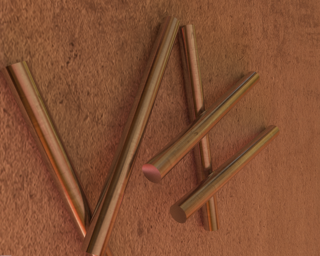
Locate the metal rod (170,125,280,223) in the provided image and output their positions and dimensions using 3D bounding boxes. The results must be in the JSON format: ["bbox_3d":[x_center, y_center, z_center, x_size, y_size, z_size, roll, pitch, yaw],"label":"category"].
[{"bbox_3d":[0.117,0.055,0.477,0.302,0.025,0.025,-27,107,-45],"label":"metal rod"}]

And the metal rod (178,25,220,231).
[{"bbox_3d":[0.058,0.004,0.452,0.025,0.025,0.298,-14,99,-39],"label":"metal rod"}]

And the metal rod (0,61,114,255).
[{"bbox_3d":[-0.089,0.077,0.329,0.025,0.025,0.298,-31,109,-36],"label":"metal rod"}]

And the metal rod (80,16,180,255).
[{"bbox_3d":[-0.026,-0.008,0.364,0.025,0.025,0.299,33,64,-35],"label":"metal rod"}]

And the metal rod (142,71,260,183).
[{"bbox_3d":[0.076,-0.019,0.435,0.302,0.025,0.025,-39,114,-44],"label":"metal rod"}]
